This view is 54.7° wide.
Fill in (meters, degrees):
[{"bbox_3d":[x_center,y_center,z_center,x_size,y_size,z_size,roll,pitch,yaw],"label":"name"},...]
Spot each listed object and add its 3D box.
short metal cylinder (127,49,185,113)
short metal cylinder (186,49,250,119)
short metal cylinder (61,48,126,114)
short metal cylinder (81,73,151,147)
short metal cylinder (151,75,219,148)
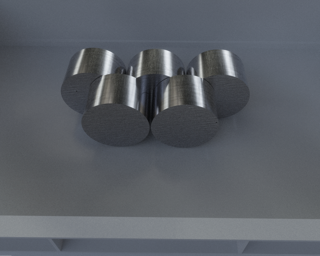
[{"bbox_3d":[-0.006,-0.058,0.416,0.080,0.080,0.050,1,50,0],"label":"short metal cylinder"},{"bbox_3d":[0.075,-0.057,0.416,0.080,0.080,0.050,1,50,1],"label":"short metal cylinder"},{"bbox_3d":[-0.087,-0.060,0.417,0.080,0.080,0.050,1,50,0],"label":"short metal cylinder"},{"bbox_3d":[-0.052,-0.021,0.384,0.080,0.080,0.050,1,50,0],"label":"short metal cylinder"},{"bbox_3d":[0.030,-0.019,0.383,0.080,0.080,0.050,1,50,0],"label":"short metal cylinder"}]
